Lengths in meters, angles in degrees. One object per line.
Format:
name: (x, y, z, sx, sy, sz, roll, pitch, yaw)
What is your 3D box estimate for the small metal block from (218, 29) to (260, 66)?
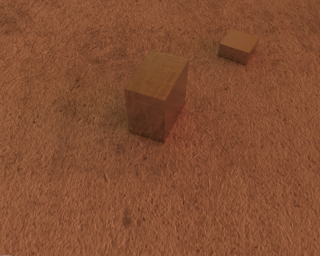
small metal block: (0.132, -0.136, 0.519, 0.050, 0.025, 0.050, 24, 54, 19)

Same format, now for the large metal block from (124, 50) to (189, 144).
large metal block: (-0.002, -0.040, 0.401, 0.050, 0.080, 0.080, 18, 52, 14)
